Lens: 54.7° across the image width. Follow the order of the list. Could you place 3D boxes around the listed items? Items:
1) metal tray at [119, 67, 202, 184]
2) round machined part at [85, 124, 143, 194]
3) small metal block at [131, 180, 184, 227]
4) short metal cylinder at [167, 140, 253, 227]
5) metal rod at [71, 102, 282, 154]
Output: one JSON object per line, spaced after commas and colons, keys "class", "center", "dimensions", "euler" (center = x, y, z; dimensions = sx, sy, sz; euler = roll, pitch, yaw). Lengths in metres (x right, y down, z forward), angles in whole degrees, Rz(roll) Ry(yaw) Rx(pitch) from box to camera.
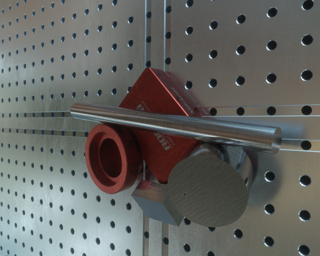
{"class": "metal tray", "center": [0.002, -0.004, 0.404], "dimensions": [0.090, 0.030, 0.130], "euler": [-51, 61, 27]}
{"class": "round machined part", "center": [-0.062, 0.041, 0.440], "dimensions": [0.098, 0.042, 0.097], "euler": [8, 102, 44]}
{"class": "small metal block", "center": [0.000, 0.094, 0.390], "dimensions": [0.050, 0.025, 0.050], "euler": [3, 136, 39]}
{"class": "short metal cylinder", "center": [0.054, 0.056, 0.327], "dimensions": [0.080, 0.050, 0.079], "euler": [7, 111, 19]}
{"class": "metal rod", "center": [-0.009, -0.007, 0.374], "dimensions": [0.300, 0.025, 0.025], "euler": [9, 96, 39]}
